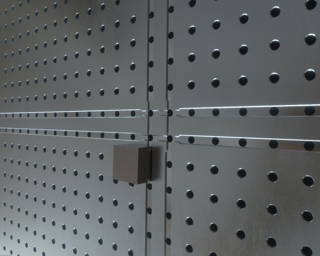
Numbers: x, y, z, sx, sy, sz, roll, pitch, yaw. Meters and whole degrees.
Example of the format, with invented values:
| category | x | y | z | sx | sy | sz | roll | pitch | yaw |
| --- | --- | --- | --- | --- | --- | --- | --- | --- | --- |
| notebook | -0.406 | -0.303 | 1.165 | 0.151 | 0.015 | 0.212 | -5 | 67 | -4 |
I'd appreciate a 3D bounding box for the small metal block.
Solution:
| category | x | y | z | sx | sy | sz | roll | pitch | yaw |
| --- | --- | --- | --- | --- | --- | --- | --- | --- | --- |
| small metal block | -0.041 | 0.050 | 0.445 | 0.050 | 0.025 | 0.050 | 3 | 92 | 40 |
